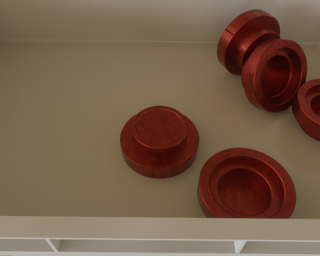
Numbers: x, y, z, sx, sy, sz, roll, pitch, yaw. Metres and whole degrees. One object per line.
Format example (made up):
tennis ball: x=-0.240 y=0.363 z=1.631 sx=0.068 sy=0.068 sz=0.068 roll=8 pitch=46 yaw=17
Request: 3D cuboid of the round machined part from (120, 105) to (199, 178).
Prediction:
round machined part: x=0.000 y=0.010 z=0.386 sx=0.099 sy=0.042 sz=0.098 roll=0 pitch=50 yaw=0

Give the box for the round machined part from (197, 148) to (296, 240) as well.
round machined part: x=0.089 y=0.073 z=0.334 sx=0.099 sy=0.042 sz=0.098 roll=0 pitch=50 yaw=0

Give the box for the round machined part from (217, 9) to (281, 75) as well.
round machined part: x=0.138 y=-0.120 z=0.458 sx=0.099 sy=0.097 sz=0.042 roll=-20 pitch=48 yaw=-16

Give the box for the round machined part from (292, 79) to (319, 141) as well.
round machined part: x=0.226 y=-0.018 z=0.412 sx=0.099 sy=0.042 sz=0.098 roll=0 pitch=50 yaw=0

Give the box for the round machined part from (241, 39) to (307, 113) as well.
round machined part: x=0.153 y=-0.073 z=0.430 sx=0.099 sy=0.097 sz=0.042 roll=-25 pitch=25 yaw=-20
